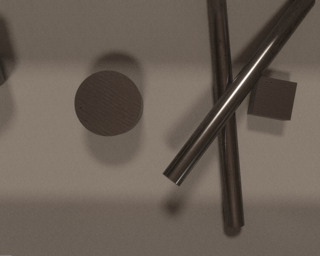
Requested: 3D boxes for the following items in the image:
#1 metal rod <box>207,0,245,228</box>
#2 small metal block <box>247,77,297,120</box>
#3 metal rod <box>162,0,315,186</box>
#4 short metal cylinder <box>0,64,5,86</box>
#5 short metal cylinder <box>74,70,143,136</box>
[{"bbox_3d":[0.088,-0.020,0.412,0.025,0.025,0.298,-5,90,-1],"label":"metal rod"},{"bbox_3d":[0.149,-0.039,0.413,0.050,0.025,0.050,10,90,-1],"label":"small metal block"},{"bbox_3d":[0.104,-0.055,0.390,0.025,0.025,0.300,38,81,0],"label":"metal rod"},{"bbox_3d":[-0.241,-0.075,0.381,0.080,0.080,0.050,-15,90,0],"label":"short metal cylinder"},{"bbox_3d":[-0.063,-0.030,0.398,0.081,0.050,0.079,0,90,-1],"label":"short metal cylinder"}]
